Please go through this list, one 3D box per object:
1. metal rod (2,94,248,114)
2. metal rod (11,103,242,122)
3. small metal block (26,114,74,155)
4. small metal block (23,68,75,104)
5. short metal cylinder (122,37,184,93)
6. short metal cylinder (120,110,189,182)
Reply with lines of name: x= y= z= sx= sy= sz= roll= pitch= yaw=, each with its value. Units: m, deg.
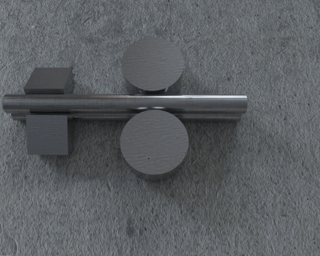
metal rod: x=-0.043 y=-0.031 z=0.394 sx=0.302 sy=0.025 sz=0.025 roll=0 pitch=70 yaw=0
metal rod: x=-0.044 y=-0.022 z=0.417 sx=0.302 sy=0.025 sz=0.025 roll=0 pitch=70 yaw=0
small metal block: x=-0.139 y=0.007 z=0.395 sx=0.050 sy=0.025 sz=0.050 roll=1 pitch=97 yaw=-1
small metal block: x=-0.148 y=-0.058 z=0.419 sx=0.050 sy=0.025 sz=0.050 roll=0 pitch=43 yaw=0
short metal cylinder: x=-0.009 y=-0.076 z=0.423 sx=0.081 sy=0.050 sz=0.080 roll=0 pitch=70 yaw=0
short metal cylinder: x=-0.006 y=0.024 z=0.387 sx=0.081 sy=0.050 sz=0.080 roll=0 pitch=70 yaw=0
